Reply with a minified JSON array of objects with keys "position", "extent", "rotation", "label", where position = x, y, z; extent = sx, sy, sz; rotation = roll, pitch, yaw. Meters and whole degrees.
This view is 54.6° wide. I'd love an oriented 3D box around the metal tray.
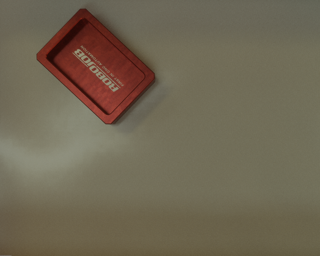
[{"position":[-0.082,-0.078,0.408],"extent":[0.130,0.030,0.090],"rotation":[43,90,0],"label":"metal tray"}]
